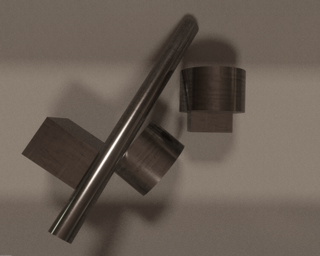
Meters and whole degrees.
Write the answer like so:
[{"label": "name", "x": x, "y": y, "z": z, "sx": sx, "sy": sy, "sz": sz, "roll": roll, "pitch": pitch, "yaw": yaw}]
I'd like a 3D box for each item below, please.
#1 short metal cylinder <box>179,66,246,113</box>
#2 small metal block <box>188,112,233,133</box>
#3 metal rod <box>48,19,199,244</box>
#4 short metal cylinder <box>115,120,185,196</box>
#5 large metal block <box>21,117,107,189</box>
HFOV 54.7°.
[{"label": "short metal cylinder", "x": 0.065, "y": -0.044, "z": 0.385, "sx": 0.081, "sy": 0.080, "sz": 0.050, "roll": 1, "pitch": 90, "yaw": -1}, {"label": "small metal block", "x": 0.063, "y": -0.007, "z": 0.400, "sx": 0.050, "sy": 0.050, "sz": 0.025, "roll": 1, "pitch": 90, "yaw": -1}, {"label": "metal rod", "x": -0.028, "y": -0.016, "z": 0.354, "sx": 0.025, "sy": 0.025, "sz": 0.300, "roll": 30, "pitch": 67, "yaw": 0}, {"label": "short metal cylinder", "x": -0.015, "y": 0.036, "z": 0.384, "sx": 0.050, "sy": 0.080, "sz": 0.080, "roll": 40, "pitch": 90, "yaw": -1}, {"label": "large metal block", "x": -0.106, "y": 0.030, "z": 0.383, "sx": 0.080, "sy": 0.080, "sz": 0.050, "roll": 34, "pitch": 90, "yaw": -1}]
